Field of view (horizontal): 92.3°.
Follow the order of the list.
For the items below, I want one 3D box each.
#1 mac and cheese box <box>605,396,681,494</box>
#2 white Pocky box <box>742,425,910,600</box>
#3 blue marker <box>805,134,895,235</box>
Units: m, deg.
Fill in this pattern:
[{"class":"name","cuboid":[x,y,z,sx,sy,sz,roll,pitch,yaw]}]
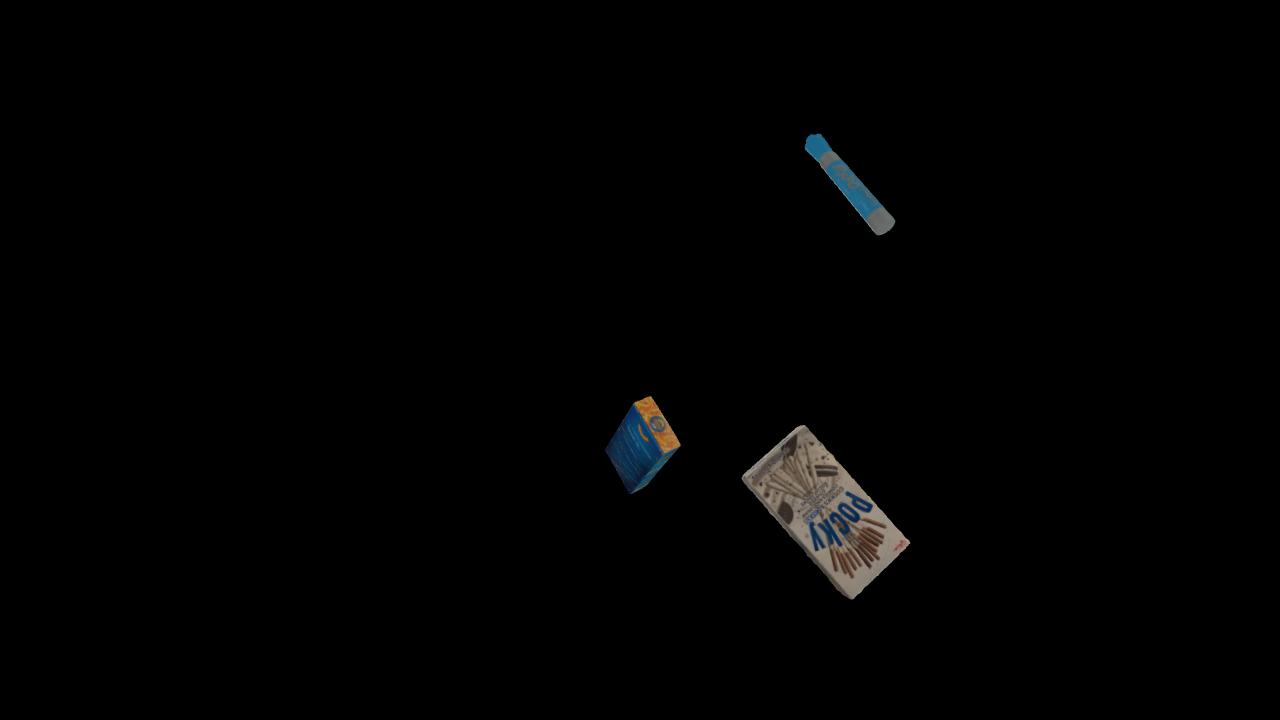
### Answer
[{"class":"mac and cheese box","cuboid":[0.000,0.141,0.986,0.041,0.093,0.184,-20,-21,-28]},{"class":"white Pocky box","cuboid":[0.183,0.149,0.612,0.084,0.154,0.028,-40,-8,-7]},{"class":"blue marker","cuboid":[0.183,-0.159,0.547,0.020,0.121,0.020,-21,-28,-12]}]
